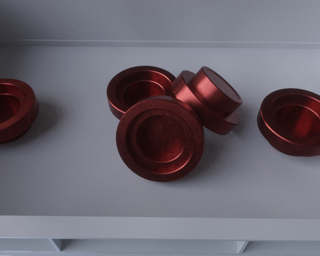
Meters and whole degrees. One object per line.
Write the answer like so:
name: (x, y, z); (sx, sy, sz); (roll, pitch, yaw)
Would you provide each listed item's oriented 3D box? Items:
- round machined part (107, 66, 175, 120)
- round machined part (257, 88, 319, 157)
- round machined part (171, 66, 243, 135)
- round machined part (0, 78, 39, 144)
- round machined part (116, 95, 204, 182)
round machined part: (-0.021, -0.038, 0.426); (0.099, 0.042, 0.098); (0, 50, 0)
round machined part: (0.174, -0.003, 0.397); (0.099, 0.042, 0.098); (0, 50, 0)
round machined part: (0.066, -0.041, 0.394); (0.098, 0.042, 0.098); (34, 26, -19)
round machined part: (-0.209, -0.018, 0.407); (0.099, 0.042, 0.098); (0, 50, 0)
round machined part: (0.002, 0.010, 0.360); (0.098, 0.097, 0.042); (9, 18, 7)
